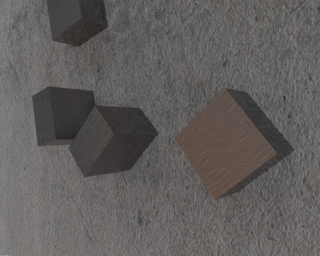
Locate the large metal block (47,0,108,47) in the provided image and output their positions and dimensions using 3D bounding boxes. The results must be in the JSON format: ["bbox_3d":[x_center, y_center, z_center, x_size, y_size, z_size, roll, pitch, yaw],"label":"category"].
[{"bbox_3d":[-0.135,-0.189,0.501,0.080,0.050,0.080,-18,79,38],"label":"large metal block"}]

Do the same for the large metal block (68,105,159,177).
[{"bbox_3d":[-0.063,0.017,0.421,0.080,0.081,0.050,-52,60,27],"label":"large metal block"}]

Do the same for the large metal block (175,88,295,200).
[{"bbox_3d":[0.076,0.017,0.326,0.080,0.050,0.080,-47,62,30],"label":"large metal block"}]

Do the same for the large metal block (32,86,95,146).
[{"bbox_3d":[-0.148,-0.017,0.491,0.050,0.081,0.080,-17,79,39],"label":"large metal block"}]
